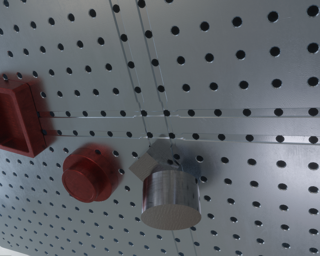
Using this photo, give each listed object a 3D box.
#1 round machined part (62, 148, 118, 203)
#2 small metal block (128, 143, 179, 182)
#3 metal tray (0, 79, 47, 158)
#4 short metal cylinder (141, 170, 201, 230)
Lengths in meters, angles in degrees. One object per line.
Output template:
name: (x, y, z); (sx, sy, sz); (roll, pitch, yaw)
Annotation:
round machined part: (-0.124, 0.086, 0.519); (0.098, 0.042, 0.097); (13, 124, 21)
small metal block: (-0.009, 0.057, 0.452); (0.050, 0.025, 0.050); (44, 129, -3)
metal tray: (-0.253, -0.017, 0.531); (0.090, 0.030, 0.129); (11, 123, 22)
short metal cylinder: (0.015, 0.101, 0.429); (0.080, 0.050, 0.080); (0, 139, 1)
